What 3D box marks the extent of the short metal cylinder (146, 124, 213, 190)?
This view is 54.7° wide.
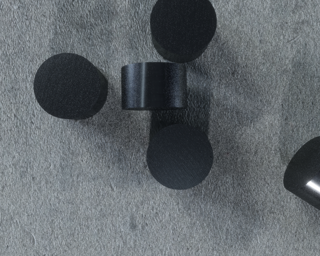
[{"bbox_3d":[0.024,0.035,0.398,0.081,0.050,0.080,0,90,0],"label":"short metal cylinder"}]

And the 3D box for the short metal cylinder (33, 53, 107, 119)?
[{"bbox_3d":[-0.111,-0.051,0.396,0.081,0.050,0.080,0,90,0],"label":"short metal cylinder"}]

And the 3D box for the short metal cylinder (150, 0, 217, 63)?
[{"bbox_3d":[0.028,-0.128,0.397,0.081,0.050,0.080,0,90,0],"label":"short metal cylinder"}]

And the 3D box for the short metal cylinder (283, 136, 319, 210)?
[{"bbox_3d":[0.201,0.057,0.384,0.050,0.080,0.080,33,90,0],"label":"short metal cylinder"}]

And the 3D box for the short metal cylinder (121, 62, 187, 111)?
[{"bbox_3d":[-0.007,-0.048,0.382,0.081,0.080,0.050,-1,90,0],"label":"short metal cylinder"}]
